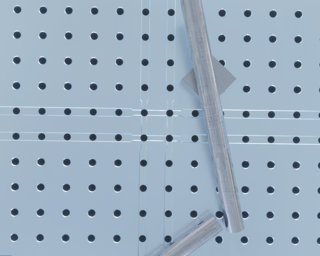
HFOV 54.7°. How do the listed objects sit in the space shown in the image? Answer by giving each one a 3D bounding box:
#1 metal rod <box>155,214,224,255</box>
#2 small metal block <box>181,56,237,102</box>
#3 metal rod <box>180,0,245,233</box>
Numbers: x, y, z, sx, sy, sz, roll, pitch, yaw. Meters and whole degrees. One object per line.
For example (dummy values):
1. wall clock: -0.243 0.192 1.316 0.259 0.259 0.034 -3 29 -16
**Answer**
1. metal rod: -0.044 0.214 0.412 0.301 0.025 0.025 -37 90 0
2. small metal block: 0.064 -0.064 0.414 0.050 0.025 0.050 45 90 0
3. metal rod: 0.068 -0.010 0.391 0.025 0.025 0.298 -13 99 0
